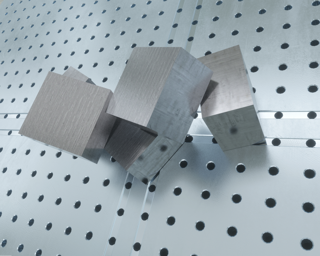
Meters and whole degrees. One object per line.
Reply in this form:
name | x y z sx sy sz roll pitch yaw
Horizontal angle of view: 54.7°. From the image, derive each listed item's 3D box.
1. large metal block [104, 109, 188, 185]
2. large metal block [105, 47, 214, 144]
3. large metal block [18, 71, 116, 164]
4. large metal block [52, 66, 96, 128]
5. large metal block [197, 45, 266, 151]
large metal block | -0.026 0.011 0.397 0.080 0.050 0.080 -48 52 -6
large metal block | -0.003 -0.037 0.326 0.080 0.050 0.080 19 84 51
large metal block | -0.103 -0.011 0.367 0.080 0.050 0.080 18 77 13
large metal block | -0.119 -0.028 0.450 0.050 0.080 0.080 34 81 38
large metal block | 0.080 -0.031 0.349 0.050 0.080 0.080 -15 56 19
